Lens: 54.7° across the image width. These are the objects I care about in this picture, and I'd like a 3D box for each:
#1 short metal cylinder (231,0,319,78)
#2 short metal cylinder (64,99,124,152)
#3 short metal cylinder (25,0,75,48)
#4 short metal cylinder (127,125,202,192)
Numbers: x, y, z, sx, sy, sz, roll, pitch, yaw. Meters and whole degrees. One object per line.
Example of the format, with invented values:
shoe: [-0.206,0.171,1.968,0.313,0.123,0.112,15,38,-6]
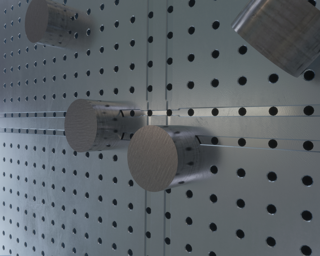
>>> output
short metal cylinder: [0.112,-0.091,0.281,0.050,0.081,0.080,-52,60,27]
short metal cylinder: [-0.103,-0.004,0.478,0.080,0.050,0.079,0,90,40]
short metal cylinder: [-0.199,-0.188,0.558,0.080,0.050,0.079,0,90,40]
short metal cylinder: [0.005,0.036,0.389,0.080,0.050,0.079,0,90,40]
